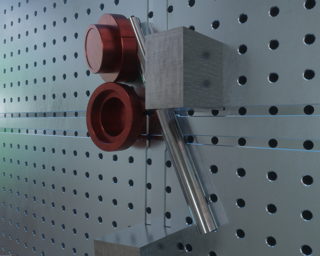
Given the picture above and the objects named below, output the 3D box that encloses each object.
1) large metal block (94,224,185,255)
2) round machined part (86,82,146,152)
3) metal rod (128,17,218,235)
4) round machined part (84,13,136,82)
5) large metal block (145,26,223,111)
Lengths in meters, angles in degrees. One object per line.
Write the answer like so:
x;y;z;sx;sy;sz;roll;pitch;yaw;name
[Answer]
-0.025;0.161;0.394;0.080;0.081;0.050;-8;85;39;large metal block
-0.060;-0.016;0.448;0.098;0.042;0.097;0;90;40;round machined part
0.008;-0.015;0.402;0.025;0.025;0.299;-31;71;36;metal rod
-0.077;-0.113;0.443;0.098;0.042;0.097;19;113;54;round machined part
0.029;-0.060;0.349;0.050;0.081;0.079;0;90;40;large metal block
